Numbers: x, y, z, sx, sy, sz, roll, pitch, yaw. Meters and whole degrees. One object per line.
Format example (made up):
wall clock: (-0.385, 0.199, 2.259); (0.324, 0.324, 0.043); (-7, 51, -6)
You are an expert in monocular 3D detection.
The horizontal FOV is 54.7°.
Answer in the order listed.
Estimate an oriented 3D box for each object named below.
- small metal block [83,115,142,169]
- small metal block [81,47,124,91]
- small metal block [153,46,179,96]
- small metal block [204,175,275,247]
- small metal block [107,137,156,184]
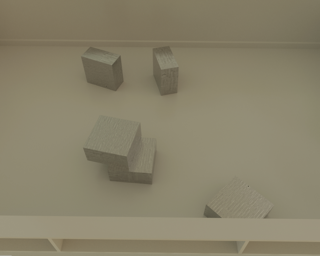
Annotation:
small metal block: (-0.053, 0.015, 0.359); (0.050, 0.025, 0.050); (11, 51, 10)
small metal block: (-0.085, -0.088, 0.462); (0.050, 0.050, 0.025); (18, 53, 15)
small metal block: (0.008, -0.085, 0.460); (0.025, 0.050, 0.050); (-11, 51, -9)
small metal block: (0.084, 0.088, 0.332); (0.050, 0.025, 0.050); (-37, 59, -27)
small metal block: (-0.032, 0.038, 0.373); (0.050, 0.025, 0.050); (4, 50, 3)
